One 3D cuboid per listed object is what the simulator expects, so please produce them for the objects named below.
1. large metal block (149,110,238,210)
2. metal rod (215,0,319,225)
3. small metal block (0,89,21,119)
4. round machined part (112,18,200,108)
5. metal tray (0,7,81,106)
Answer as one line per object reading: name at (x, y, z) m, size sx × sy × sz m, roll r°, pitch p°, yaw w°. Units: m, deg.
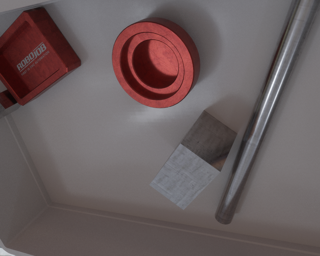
large metal block at (0.041, 0.037, 0.374) m, size 0.050 × 0.080 × 0.079 m, roll 36°, pitch 129°, yaw 4°
metal rod at (0.110, 0.006, 0.353) m, size 0.025 × 0.025 × 0.298 m, roll 20°, pitch 126°, yaw 15°
small metal block at (-0.245, -0.040, 0.494) m, size 0.050 × 0.050 × 0.025 m, roll -30°, pitch 102°, yaw 37°
round machined part at (-0.001, -0.075, 0.351) m, size 0.098 × 0.042 × 0.097 m, roll 13°, pitch 124°, yaw 20°
metal tray at (-0.183, -0.096, 0.439) m, size 0.130 × 0.030 × 0.090 m, roll -24°, pitch 106°, yaw 36°
